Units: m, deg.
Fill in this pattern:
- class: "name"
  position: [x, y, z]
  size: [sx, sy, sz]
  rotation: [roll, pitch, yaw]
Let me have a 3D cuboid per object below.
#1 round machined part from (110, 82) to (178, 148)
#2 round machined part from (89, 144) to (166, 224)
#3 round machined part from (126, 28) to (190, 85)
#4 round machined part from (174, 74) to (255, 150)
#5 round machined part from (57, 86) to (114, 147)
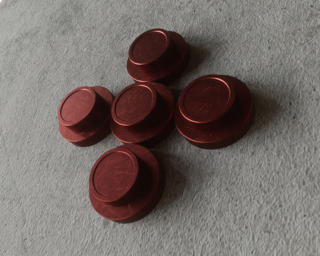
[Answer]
- class: "round machined part"
  position: [-0.026, -0.024, 0.421]
  size: [0.098, 0.042, 0.098]
  rotation: [-13, 56, 20]
- class: "round machined part"
  position: [-0.046, 0.063, 0.378]
  size: [0.098, 0.042, 0.098]
  rotation: [-13, 56, 20]
- class: "round machined part"
  position: [-0.008, -0.110, 0.465]
  size: [0.098, 0.042, 0.098]
  rotation: [-13, 56, 20]
- class: "round machined part"
  position: [0.062, -0.026, 0.377]
  size: [0.098, 0.042, 0.098]
  rotation: [-13, 56, 20]
- class: "round machined part"
  position: [-0.113, -0.024, 0.466]
  size: [0.098, 0.042, 0.098]
  rotation: [-13, 56, 20]
